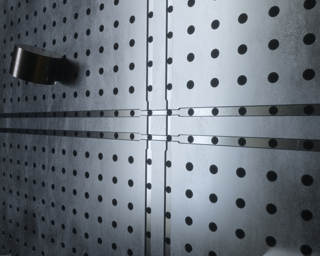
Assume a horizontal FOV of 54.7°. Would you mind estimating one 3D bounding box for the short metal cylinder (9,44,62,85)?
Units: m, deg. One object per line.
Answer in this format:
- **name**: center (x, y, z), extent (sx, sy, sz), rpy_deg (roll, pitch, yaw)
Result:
- **short metal cylinder**: center (-0.223, -0.115, 0.558), extent (0.080, 0.081, 0.050), rpy_deg (30, 109, 36)
